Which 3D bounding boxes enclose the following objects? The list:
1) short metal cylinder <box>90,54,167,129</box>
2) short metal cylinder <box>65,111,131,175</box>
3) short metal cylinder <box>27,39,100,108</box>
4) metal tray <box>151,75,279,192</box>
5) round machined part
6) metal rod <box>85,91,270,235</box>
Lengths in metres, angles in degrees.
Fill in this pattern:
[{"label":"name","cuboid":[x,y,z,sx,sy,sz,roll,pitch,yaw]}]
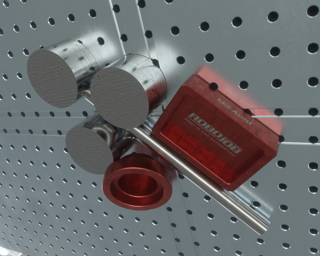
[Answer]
[{"label":"short metal cylinder","cuboid":[-0.039,-0.046,0.386,0.080,0.050,0.079,13,124,21]},{"label":"short metal cylinder","cuboid":[-0.090,0.021,0.455,0.080,0.050,0.079,13,124,21]},{"label":"short metal cylinder","cuboid":[-0.129,-0.074,0.418,0.080,0.050,0.079,13,124,21]},{"label":"metal tray","cuboid":[0.064,0.009,0.379,0.130,0.030,0.089,37,130,3]},{"label":"round machined part","cuboid":[-0.031,0.074,0.449,0.099,0.042,0.097,2,132,2]},{"label":"metal rod","cuboid":[0.023,0.043,0.426,0.300,0.025,0.025,38,129,2]}]
